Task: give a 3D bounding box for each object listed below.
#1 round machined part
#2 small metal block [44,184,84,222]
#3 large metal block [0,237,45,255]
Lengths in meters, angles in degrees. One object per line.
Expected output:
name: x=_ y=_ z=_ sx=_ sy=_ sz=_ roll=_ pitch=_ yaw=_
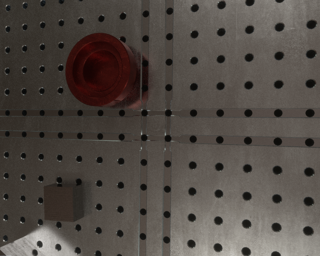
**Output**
round machined part: x=-0.077 y=-0.077 z=0.430 sx=0.098 sy=0.042 sz=0.097 roll=0 pitch=90 yaw=19
small metal block: x=-0.144 y=0.110 z=0.462 sx=0.050 sy=0.025 sz=0.050 roll=-2 pitch=89 yaw=19
large metal block: x=-0.216 y=0.231 z=0.474 sx=0.080 sy=0.050 sz=0.080 roll=33 pitch=101 yaw=16
